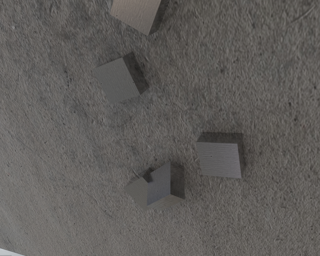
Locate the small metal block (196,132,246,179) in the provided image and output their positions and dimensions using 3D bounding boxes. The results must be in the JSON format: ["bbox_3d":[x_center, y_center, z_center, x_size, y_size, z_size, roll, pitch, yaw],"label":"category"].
[{"bbox_3d":[0.077,0.033,0.387,0.050,0.025,0.050,1,119,27],"label":"small metal block"}]

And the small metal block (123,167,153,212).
[{"bbox_3d":[-0.019,0.095,0.476,0.050,0.025,0.050,48,129,-6],"label":"small metal block"}]

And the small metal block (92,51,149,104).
[{"bbox_3d":[-0.049,-0.063,0.394,0.050,0.025,0.050,-13,112,33],"label":"small metal block"}]

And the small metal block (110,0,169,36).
[{"bbox_3d":[-0.020,-0.136,0.333,0.050,0.025,0.050,32,129,7],"label":"small metal block"}]

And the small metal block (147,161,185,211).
[{"bbox_3d":[0.008,0.082,0.433,0.025,0.050,0.050,27,135,-29],"label":"small metal block"}]
